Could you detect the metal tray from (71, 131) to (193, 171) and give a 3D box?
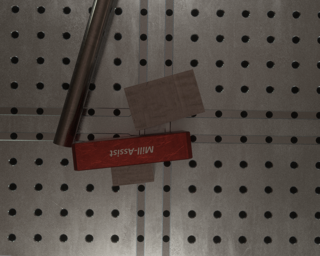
[{"bbox_3d":[-0.031,0.025,0.380,0.131,0.090,0.030,-6,90,-1],"label":"metal tray"}]

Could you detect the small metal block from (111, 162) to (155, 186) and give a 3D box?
[{"bbox_3d":[-0.034,0.055,0.401,0.050,0.050,0.025,-7,90,0],"label":"small metal block"}]

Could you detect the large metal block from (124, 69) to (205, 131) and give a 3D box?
[{"bbox_3d":[0.005,-0.031,0.386,0.080,0.080,0.050,-16,90,0],"label":"large metal block"}]

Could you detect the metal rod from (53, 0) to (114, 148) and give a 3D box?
[{"bbox_3d":[-0.088,-0.121,0.412,0.025,0.025,0.298,16,90,-1],"label":"metal rod"}]
